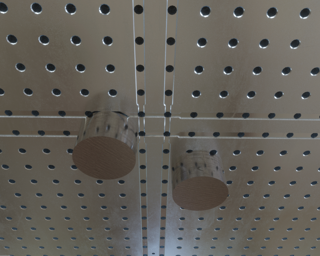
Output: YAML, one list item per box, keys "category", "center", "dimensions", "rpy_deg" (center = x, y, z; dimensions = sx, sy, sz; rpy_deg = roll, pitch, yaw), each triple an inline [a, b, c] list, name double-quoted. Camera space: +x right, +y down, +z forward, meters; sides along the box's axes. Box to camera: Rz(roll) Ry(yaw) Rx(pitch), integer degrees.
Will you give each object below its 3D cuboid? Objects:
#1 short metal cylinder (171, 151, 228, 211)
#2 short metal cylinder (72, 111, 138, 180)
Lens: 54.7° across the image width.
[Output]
- category: "short metal cylinder"
  center: [0.058, 0.080, 0.464]
  dimensions: [0.081, 0.050, 0.079]
  rpy_deg: [0, 130, 0]
- category: "short metal cylinder"
  center: [-0.071, 0.024, 0.415]
  dimensions: [0.081, 0.050, 0.079]
  rpy_deg: [0, 130, 0]
